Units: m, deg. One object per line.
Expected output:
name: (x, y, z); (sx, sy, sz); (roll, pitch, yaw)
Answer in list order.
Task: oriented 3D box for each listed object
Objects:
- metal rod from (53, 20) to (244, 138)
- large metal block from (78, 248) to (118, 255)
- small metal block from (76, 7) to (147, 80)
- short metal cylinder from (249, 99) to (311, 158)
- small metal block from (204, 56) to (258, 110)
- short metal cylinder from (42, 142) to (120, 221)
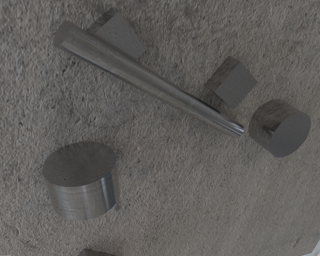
metal rod: (0.016, -0.039, 0.369); (0.302, 0.025, 0.025); (23, 106, -44)
large metal block: (-0.104, 0.243, 0.484); (0.080, 0.050, 0.080); (33, 100, -38)
small metal block: (-0.051, -0.088, 0.325); (0.050, 0.025, 0.050); (-42, 129, 1)
short metal cylinder: (0.191, 0.000, 0.495); (0.081, 0.050, 0.079); (-14, 124, -21)
small metal block: (0.097, -0.061, 0.423); (0.050, 0.025, 0.050); (34, 99, -39)
short metal cylinder: (-0.089, 0.059, 0.359); (0.081, 0.080, 0.050); (-15, 125, -20)
